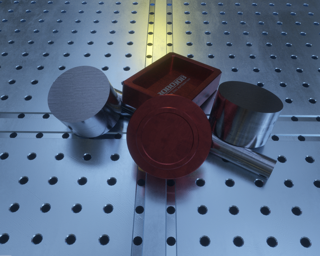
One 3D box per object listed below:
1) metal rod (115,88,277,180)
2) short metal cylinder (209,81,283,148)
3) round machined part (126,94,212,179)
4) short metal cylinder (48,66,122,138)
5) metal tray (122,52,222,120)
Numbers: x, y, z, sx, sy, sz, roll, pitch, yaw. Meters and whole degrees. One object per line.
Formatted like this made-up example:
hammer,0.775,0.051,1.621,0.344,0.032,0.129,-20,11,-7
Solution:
metal rod,0.005,-0.010,0.416,0.301,0.025,0.025,25,55,20
short metal cylinder,0.106,-0.019,0.392,0.081,0.050,0.080,9,33,-6
round machined part,0.010,0.010,0.353,0.099,0.042,0.097,0,92,5
short metal cylinder,-0.096,-0.033,0.403,0.080,0.050,0.080,-4,66,9
metal tray,0.020,-0.060,0.436,0.090,0.030,0.131,26,41,20
